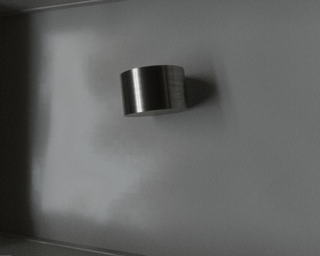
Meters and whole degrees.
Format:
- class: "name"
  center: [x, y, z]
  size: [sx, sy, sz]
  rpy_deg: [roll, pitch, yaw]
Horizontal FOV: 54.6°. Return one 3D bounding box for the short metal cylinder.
- class: "short metal cylinder"
  center: [-0.007, -0.043, 0.384]
  size: [0.080, 0.080, 0.050]
  rpy_deg: [-7, 88, 20]
